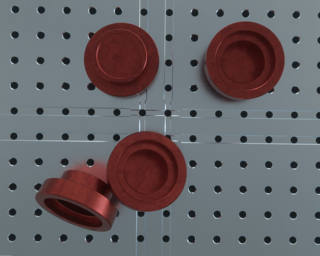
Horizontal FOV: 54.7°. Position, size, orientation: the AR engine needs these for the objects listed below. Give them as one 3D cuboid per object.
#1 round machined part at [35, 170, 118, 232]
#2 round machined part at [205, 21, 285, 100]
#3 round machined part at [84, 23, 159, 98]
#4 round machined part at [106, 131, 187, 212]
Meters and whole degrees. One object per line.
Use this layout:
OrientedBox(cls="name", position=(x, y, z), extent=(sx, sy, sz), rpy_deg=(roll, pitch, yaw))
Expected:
OrientedBox(cls="round machined part", position=(-0.098, 0.088, 0.385), extent=(0.098, 0.097, 0.042), rpy_deg=(22, 55, -1))
OrientedBox(cls="round machined part", position=(0.107, -0.085, 0.406), extent=(0.099, 0.042, 0.097), rpy_deg=(0, 90, -1))
OrientedBox(cls="round machined part", position=(-0.050, -0.089, 0.404), extent=(0.099, 0.042, 0.097), rpy_deg=(0, 90, -1))
OrientedBox(cls="round machined part", position=(-0.019, 0.056, 0.394), extent=(0.099, 0.042, 0.098), rpy_deg=(4, 73, -14))
